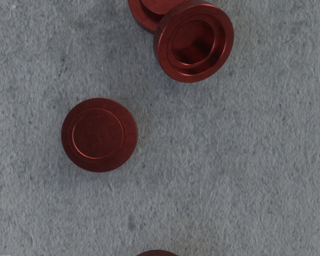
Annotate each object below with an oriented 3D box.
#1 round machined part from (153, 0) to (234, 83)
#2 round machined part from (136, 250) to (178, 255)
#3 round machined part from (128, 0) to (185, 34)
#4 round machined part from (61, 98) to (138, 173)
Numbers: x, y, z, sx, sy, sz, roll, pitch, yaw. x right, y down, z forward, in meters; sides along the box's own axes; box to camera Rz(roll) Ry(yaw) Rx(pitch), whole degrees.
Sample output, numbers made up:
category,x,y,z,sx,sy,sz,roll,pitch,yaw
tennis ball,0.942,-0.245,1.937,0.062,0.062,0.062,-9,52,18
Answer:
category,x,y,z,sx,sy,sz,roll,pitch,yaw
round machined part,0.038,-0.109,0.386,0.099,0.042,0.097,-11,128,-14
round machined part,-0.004,0.206,0.402,0.099,0.042,0.097,0,90,-1
round machined part,0.007,-0.173,0.401,0.099,0.042,0.097,0,90,-1
round machined part,-0.079,0.009,0.400,0.099,0.042,0.097,0,90,-1
